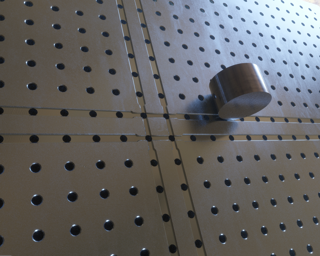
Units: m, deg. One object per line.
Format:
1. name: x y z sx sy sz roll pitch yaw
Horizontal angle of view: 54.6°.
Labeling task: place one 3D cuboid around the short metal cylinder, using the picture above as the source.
1. short metal cylinder: 0.120 -0.054 0.470 0.081 0.080 0.050 1 62 -28
